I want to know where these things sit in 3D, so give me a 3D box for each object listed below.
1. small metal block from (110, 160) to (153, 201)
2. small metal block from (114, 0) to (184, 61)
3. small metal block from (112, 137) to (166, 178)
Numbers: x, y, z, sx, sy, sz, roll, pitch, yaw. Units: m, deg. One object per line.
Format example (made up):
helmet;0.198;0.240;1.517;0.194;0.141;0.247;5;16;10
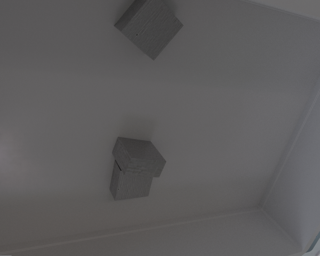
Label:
small metal block;-0.039;0.071;0.431;0.050;0.025;0.050;-1;119;-28
small metal block;-0.012;-0.110;0.334;0.050;0.025;0.050;-49;129;6
small metal block;-0.028;0.038;0.400;0.050;0.050;0.025;10;113;-33
